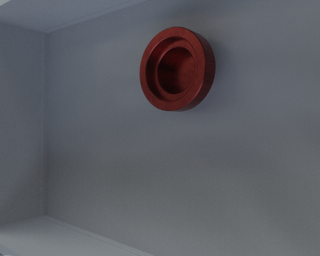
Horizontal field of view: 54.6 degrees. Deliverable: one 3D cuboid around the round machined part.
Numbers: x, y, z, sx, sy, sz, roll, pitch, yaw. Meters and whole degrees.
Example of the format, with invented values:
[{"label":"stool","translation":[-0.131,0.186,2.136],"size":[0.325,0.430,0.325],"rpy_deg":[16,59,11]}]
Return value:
[{"label":"round machined part","translation":[0.025,-0.068,0.376],"size":[0.098,0.042,0.097],"rpy_deg":[0,90,40]}]
